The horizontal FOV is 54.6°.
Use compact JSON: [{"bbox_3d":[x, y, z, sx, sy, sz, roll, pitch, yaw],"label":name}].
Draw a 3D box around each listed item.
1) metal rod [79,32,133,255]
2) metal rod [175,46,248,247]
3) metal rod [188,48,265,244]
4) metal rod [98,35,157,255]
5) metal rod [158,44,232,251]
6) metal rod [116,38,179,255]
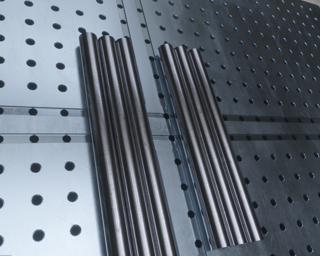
[{"bbox_3d":[-0.068,0.008,0.366,0.025,0.025,0.299,1,61,-28],"label":"metal rod"},{"bbox_3d":[0.062,0.009,0.435,0.025,0.025,0.299,1,61,-28],"label":"metal rod"},{"bbox_3d":[0.086,0.009,0.447,0.025,0.025,0.299,1,61,-28],"label":"metal rod"},{"bbox_3d":[-0.045,0.009,0.377,0.025,0.025,0.299,1,61,-28],"label":"metal rod"},{"bbox_3d":[0.040,0.008,0.423,0.025,0.025,0.299,1,61,-28],"label":"metal rod"},{"bbox_3d":[-0.023,0.009,0.389,0.025,0.025,0.299,1,61,-28],"label":"metal rod"}]
